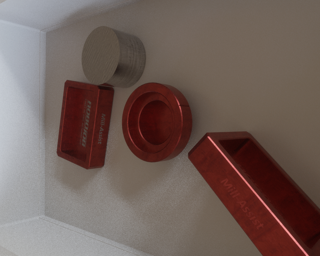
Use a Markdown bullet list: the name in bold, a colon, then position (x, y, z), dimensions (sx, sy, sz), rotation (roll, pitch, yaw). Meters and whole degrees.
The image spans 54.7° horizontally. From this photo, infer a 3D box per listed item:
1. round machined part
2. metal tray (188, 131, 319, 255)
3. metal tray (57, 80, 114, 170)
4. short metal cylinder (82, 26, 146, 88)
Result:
- **round machined part**: position (0.001, -0.007, 0.393), dimensions (0.098, 0.042, 0.097), rotation (0, 90, 39)
- **metal tray**: position (0.095, 0.060, 0.285), dimensions (0.030, 0.091, 0.130), rotation (-52, 60, 27)
- **metal tray**: position (-0.123, -0.008, 0.502), dimensions (0.090, 0.030, 0.129), rotation (15, 99, 38)
- **short metal cylinder**: position (-0.067, -0.099, 0.443), dimensions (0.080, 0.050, 0.079), rotation (0, 90, 39)
